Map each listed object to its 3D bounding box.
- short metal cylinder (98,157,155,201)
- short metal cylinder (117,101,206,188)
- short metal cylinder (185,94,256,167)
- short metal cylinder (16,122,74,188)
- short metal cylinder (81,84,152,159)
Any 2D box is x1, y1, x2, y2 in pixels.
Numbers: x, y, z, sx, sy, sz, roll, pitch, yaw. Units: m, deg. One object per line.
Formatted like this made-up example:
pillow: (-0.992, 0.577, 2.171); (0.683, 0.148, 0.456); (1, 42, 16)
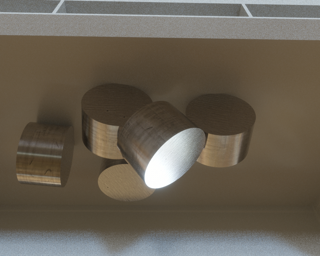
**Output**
short metal cylinder: (-0.045, 0.061, 0.444); (0.081, 0.050, 0.079); (0, 130, 0)
short metal cylinder: (0.002, 0.018, 0.333); (0.081, 0.050, 0.080); (-29, 143, -24)
short metal cylinder: (0.070, 0.001, 0.375); (0.081, 0.080, 0.050); (-1, 130, 0)
short metal cylinder: (-0.145, 0.034, 0.400); (0.050, 0.080, 0.079); (7, 130, -6)
short metal cylinder: (-0.051, -0.009, 0.364); (0.081, 0.080, 0.050); (6, 130, -6)
